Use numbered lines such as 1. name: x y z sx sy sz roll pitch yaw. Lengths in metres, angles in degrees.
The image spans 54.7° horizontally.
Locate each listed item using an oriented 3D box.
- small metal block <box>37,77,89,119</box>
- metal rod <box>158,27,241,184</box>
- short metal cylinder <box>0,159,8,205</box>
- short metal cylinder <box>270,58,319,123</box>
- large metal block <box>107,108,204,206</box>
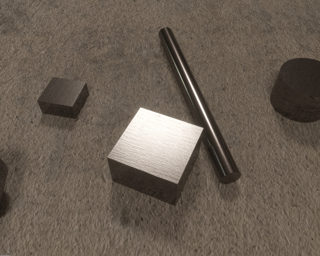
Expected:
1. small metal block: -0.135 -0.043 0.438 0.050 0.025 0.050 10 51 7
2. metal rod: 0.045 -0.054 0.448 0.025 0.025 0.300 -10 51 -9
3. short metal cylinder: -0.203 0.061 0.314 0.081 0.080 0.050 -5 50 -4
4. short metal cylinder: 0.203 -0.054 0.435 0.081 0.050 0.080 0 50 0
5. large metal block: -0.003 0.031 0.361 0.080 0.050 0.080 19 52 15
